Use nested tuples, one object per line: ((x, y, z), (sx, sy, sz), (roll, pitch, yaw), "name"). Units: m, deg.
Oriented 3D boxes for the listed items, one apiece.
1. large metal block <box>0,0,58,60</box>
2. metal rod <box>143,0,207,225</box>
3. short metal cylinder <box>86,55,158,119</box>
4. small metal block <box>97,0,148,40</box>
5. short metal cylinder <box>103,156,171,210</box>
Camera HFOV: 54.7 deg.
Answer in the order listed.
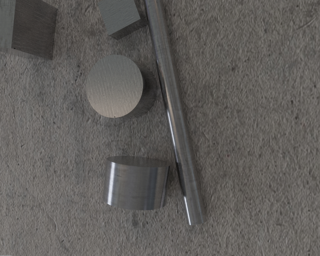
((-0.200, -0.147, 0.450), (0.050, 0.080, 0.079), (8, 93, 20), "large metal block")
((0.018, -0.027, 0.402), (0.025, 0.025, 0.298), (-12, 86, 19), "metal rod")
((-0.050, -0.053, 0.413), (0.080, 0.050, 0.079), (0, 90, 20), "short metal cylinder")
((-0.051, -0.157, 0.427), (0.050, 0.025, 0.050), (-22, 83, 18), "small metal block")
((-0.029, 0.066, 0.390), (0.080, 0.080, 0.050), (7, 93, 20), "short metal cylinder")
